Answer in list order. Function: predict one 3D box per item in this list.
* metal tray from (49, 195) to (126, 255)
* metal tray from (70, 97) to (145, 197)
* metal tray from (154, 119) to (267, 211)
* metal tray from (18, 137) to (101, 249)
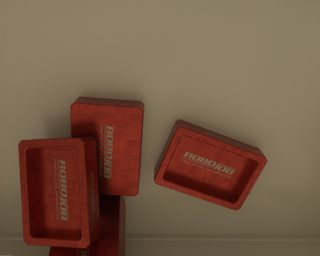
[{"bbox_3d":[-0.093,0.149,0.407,0.090,0.130,0.030,-12,129,4],"label":"metal tray"},{"bbox_3d":[-0.070,0.027,0.418,0.091,0.030,0.129,4,110,-2],"label":"metal tray"},{"bbox_3d":[0.067,0.053,0.428,0.131,0.030,0.089,20,109,-8],"label":"metal tray"},{"bbox_3d":[-0.124,0.077,0.383,0.090,0.030,0.129,-3,91,15],"label":"metal tray"}]
